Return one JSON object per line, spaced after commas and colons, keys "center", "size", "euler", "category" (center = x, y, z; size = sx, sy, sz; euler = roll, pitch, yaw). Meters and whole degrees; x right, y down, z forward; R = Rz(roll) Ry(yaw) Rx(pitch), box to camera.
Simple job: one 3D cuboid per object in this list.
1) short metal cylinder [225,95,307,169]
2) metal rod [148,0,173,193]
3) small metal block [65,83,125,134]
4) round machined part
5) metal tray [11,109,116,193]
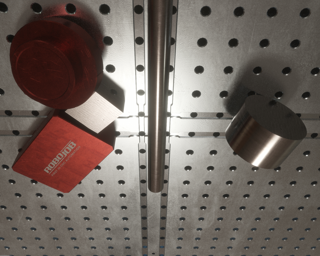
{"center": [0.129, 0.004, 0.381], "size": [0.081, 0.080, 0.050], "euler": [15, 129, -13], "category": "short metal cylinder"}
{"center": [-0.003, -0.021, 0.393], "size": [0.025, 0.025, 0.298], "euler": [1, 130, -1], "category": "metal rod"}
{"center": [-0.080, -0.027, 0.387], "size": [0.050, 0.025, 0.050], "euler": [-36, 122, 26], "category": "small metal block"}
{"center": [-0.114, -0.064, 0.328], "size": [0.098, 0.042, 0.097], "euler": [5, 119, 9], "category": "round machined part"}
{"center": [-0.135, 0.033, 0.435], "size": [0.090, 0.030, 0.129], "euler": [33, 123, -25], "category": "metal tray"}
